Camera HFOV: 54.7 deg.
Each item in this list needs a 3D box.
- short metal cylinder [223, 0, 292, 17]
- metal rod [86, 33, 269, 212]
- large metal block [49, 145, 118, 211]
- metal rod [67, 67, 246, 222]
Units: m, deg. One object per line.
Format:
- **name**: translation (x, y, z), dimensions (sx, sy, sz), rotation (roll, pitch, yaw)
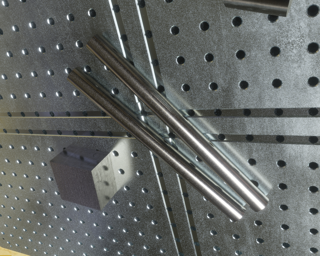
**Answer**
- **short metal cylinder**: translation (0.087, -0.134, 0.247), dimensions (0.050, 0.080, 0.079), rotation (17, 125, 18)
- **metal rod**: translation (0.024, -0.005, 0.395), dimensions (0.300, 0.025, 0.025), rotation (44, 129, -3)
- **large metal block**: translation (-0.124, 0.080, 0.510), dimensions (0.080, 0.050, 0.079), rotation (8, 122, 23)
- **metal rod**: translation (-0.005, 0.022, 0.427), dimensions (0.300, 0.025, 0.025), rotation (40, 129, 0)
